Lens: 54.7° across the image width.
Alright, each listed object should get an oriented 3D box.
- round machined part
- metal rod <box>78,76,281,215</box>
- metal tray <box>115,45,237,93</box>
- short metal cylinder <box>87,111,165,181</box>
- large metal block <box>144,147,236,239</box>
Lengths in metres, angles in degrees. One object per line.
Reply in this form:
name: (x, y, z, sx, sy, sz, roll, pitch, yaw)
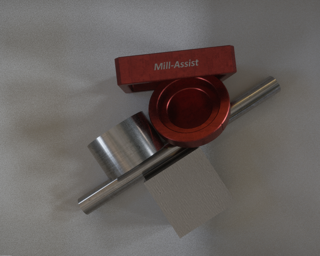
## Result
round machined part: (0.039, -0.020, 0.388, 0.098, 0.042, 0.098, -6, 64, 13)
metal rod: (0.026, 0.022, 0.410, 0.301, 0.025, 0.025, -33, 90, -1)
metal tray: (0.017, -0.068, 0.377, 0.131, 0.090, 0.030, -6, 90, -1)
short metal cylinder: (-0.041, 0.022, 0.382, 0.080, 0.080, 0.050, -33, 90, 0)
large metal block: (0.036, 0.078, 0.397, 0.080, 0.050, 0.080, -33, 90, 0)
